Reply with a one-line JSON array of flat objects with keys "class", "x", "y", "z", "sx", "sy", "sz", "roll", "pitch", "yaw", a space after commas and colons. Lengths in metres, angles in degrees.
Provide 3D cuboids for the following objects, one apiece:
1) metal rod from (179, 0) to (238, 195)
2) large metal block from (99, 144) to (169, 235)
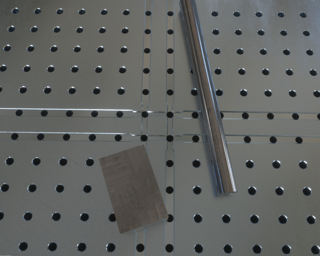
[{"class": "metal rod", "x": 0.063, "y": -0.058, "z": 0.433, "sx": 0.025, "sy": 0.025, "sz": 0.299, "roll": -7, "pitch": 70, "yaw": -3}, {"class": "large metal block", "x": -0.028, "y": 0.074, "z": 0.355, "sx": 0.050, "sy": 0.080, "sz": 0.080, "roll": -18, "pitch": 71, "yaw": -6}]
